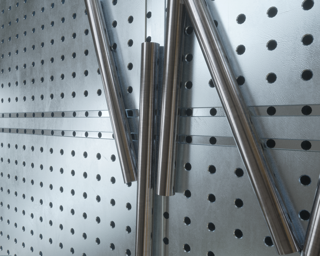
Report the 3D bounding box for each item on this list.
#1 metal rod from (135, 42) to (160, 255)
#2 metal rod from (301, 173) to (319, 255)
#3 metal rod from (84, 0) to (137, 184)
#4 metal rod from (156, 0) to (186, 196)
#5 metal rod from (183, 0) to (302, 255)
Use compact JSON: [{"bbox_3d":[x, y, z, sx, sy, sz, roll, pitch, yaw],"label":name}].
[{"bbox_3d":[-0.018,0.036,0.421,0.025,0.025,0.298,3,92,39],"label":"metal rod"},{"bbox_3d":[0.162,0.018,0.275,0.025,0.025,0.298,15,100,38],"label":"metal rod"},{"bbox_3d":[-0.074,-0.066,0.467,0.025,0.025,0.299,-23,76,37],"label":"metal rod"},{"bbox_3d":[0.016,-0.064,0.394,0.025,0.025,0.298,6,94,39],"label":"metal rod"},{"bbox_3d":[0.084,-0.018,0.339,0.025,0.025,0.299,-28,73,36],"label":"metal rod"}]
